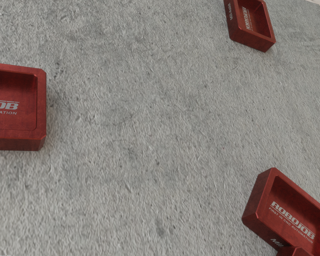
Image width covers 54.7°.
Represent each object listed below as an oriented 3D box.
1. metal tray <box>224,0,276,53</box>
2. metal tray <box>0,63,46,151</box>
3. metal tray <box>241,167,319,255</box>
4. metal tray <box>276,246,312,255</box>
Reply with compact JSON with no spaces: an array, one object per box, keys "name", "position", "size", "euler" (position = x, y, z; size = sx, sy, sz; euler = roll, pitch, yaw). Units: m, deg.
[{"name":"metal tray","position":[0.181,-0.223,0.633],"size":[0.091,0.030,0.130],"euler":[13,56,-21]},{"name":"metal tray","position":[-0.187,-0.025,0.314],"size":[0.131,0.030,0.090],"euler":[4,60,-26]},{"name":"metal tray","position":[0.182,0.127,0.420],"size":[0.130,0.030,0.090],"euler":[39,51,-2]},{"name":"metal tray","position":[0.180,0.212,0.354],"size":[0.130,0.030,0.090],"euler":[40,64,-1]}]
